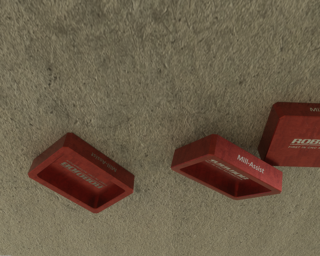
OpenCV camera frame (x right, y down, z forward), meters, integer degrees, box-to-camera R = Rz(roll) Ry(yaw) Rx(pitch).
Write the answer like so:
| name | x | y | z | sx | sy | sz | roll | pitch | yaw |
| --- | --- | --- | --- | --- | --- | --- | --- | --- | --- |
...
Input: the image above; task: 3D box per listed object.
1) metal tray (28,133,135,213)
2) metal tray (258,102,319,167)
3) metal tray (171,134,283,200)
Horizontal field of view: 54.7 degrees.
| name | x | y | z | sx | sy | sz | roll | pitch | yaw |
| --- | --- | --- | --- | --- | --- | --- | --- | --- | --- |
| metal tray | -0.114 | 0.072 | 0.463 | 0.090 | 0.030 | 0.130 | -34 | 123 | 25 |
| metal tray | 0.209 | 0.012 | 0.416 | 0.131 | 0.030 | 0.089 | 2 | 130 | -2 |
| metal tray | 0.093 | 0.060 | 0.433 | 0.131 | 0.030 | 0.090 | 28 | 149 | -23 |
